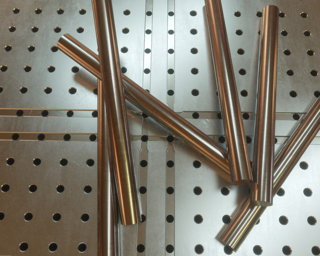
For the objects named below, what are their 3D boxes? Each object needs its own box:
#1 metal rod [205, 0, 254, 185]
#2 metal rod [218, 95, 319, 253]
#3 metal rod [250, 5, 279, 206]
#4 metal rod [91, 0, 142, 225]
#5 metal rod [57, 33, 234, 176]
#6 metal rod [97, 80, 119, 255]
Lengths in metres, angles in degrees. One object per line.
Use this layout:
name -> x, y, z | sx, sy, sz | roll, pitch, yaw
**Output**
metal rod -> 0.088, -0.072, 0.422 | 0.025, 0.025, 0.299 | -2, 64, -1
metal rod -> 0.174, 0.028, 0.402 | 0.025, 0.025, 0.301 | 38, 74, 12
metal rod -> 0.143, -0.047, 0.415 | 0.025, 0.025, 0.300 | 10, 65, 4
metal rod -> -0.055, -0.035, 0.381 | 0.025, 0.025, 0.299 | -8, 86, -3
metal rod -> -0.010, -0.027, 0.403 | 0.300, 0.025, 0.025 | 37, 74, 5
metal rod -> -0.067, 0.037, 0.397 | 0.025, 0.025, 0.299 | -4, 70, -1
